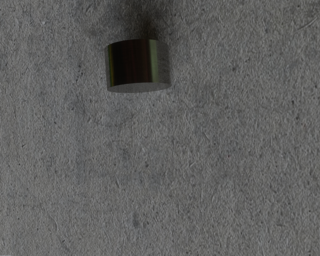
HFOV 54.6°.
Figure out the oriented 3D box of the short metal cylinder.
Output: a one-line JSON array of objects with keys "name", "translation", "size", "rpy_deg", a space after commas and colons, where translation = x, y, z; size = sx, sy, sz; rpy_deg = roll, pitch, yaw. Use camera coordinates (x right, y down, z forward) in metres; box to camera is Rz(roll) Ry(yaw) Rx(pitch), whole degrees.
[{"name": "short metal cylinder", "translation": [-0.028, -0.075, 0.390], "size": [0.080, 0.080, 0.050], "rpy_deg": [-5, 89, 20]}]
